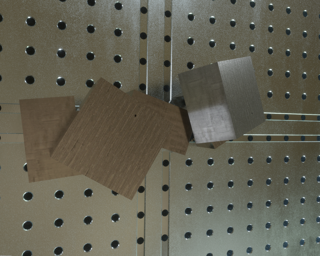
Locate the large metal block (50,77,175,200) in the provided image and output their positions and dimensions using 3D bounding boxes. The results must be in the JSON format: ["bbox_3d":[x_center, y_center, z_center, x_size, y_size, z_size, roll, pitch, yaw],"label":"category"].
[{"bbox_3d":[-0.047,0.010,0.296,0.080,0.050,0.080,33,79,-17],"label":"large metal block"}]

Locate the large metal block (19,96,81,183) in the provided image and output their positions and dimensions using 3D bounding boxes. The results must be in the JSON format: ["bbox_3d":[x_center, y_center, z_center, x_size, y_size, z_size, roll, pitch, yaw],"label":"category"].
[{"bbox_3d":[-0.119,0.010,0.339,0.050,0.080,0.079,-7,93,-20],"label":"large metal block"}]

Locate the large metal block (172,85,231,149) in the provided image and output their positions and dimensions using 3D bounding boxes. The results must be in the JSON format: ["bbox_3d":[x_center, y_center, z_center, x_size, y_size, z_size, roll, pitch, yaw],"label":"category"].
[{"bbox_3d":[0.076,-0.027,0.429,0.080,0.050,0.080,-32,101,-18],"label":"large metal block"}]

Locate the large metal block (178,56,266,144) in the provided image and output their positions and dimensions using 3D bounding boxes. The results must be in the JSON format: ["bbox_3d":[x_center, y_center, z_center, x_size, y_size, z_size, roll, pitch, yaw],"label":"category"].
[{"bbox_3d":[0.073,-0.034,0.355,0.081,0.050,0.080,-22,99,-48],"label":"large metal block"}]

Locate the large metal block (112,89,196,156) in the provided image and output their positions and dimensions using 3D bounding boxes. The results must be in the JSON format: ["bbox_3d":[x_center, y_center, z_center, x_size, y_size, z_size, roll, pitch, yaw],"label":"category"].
[{"bbox_3d":[-0.013,-0.005,0.379,0.081,0.080,0.050,20,84,-19],"label":"large metal block"}]
